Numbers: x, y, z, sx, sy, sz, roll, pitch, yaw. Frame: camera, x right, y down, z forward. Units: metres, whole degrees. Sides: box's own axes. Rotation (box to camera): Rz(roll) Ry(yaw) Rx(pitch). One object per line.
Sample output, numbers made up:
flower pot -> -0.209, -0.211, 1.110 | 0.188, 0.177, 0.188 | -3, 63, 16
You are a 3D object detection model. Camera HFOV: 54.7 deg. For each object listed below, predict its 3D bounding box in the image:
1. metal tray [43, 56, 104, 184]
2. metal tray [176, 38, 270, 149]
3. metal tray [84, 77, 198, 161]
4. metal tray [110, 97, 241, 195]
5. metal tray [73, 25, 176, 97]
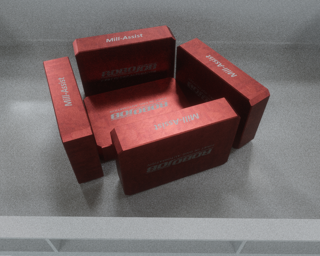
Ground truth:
metal tray -> -0.103, -0.011, 0.368 | 0.030, 0.089, 0.130 | -17, 52, -14
metal tray -> 0.072, -0.045, 0.400 | 0.030, 0.089, 0.130 | -30, 56, -22
metal tray -> -0.027, -0.016, 0.411 | 0.131, 0.030, 0.090 | -15, 52, -13
metal tray -> 0.017, 0.022, 0.342 | 0.131, 0.089, 0.030 | -16, 52, -14
metal tray -> -0.046, -0.088, 0.433 | 0.131, 0.089, 0.030 | -12, 51, -11
